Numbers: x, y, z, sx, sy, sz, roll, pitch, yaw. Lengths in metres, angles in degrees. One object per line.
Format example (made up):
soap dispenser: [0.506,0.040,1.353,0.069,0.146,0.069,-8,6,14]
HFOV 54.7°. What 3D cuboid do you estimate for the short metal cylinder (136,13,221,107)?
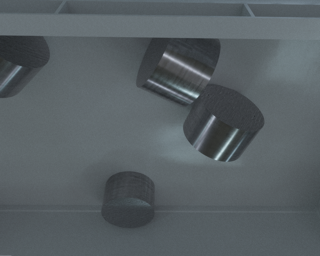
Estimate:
short metal cylinder: [0.017,-0.067,0.315,0.050,0.080,0.080,24,126,-19]

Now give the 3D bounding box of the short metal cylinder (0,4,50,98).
short metal cylinder: [-0.159,-0.077,0.306,0.050,0.080,0.080,-36,122,26]

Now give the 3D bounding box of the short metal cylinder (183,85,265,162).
short metal cylinder: [0.074,-0.007,0.368,0.081,0.080,0.050,15,129,-13]

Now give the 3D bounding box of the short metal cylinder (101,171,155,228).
short metal cylinder: [-0.049,0.114,0.489,0.081,0.050,0.079,0,130,0]
